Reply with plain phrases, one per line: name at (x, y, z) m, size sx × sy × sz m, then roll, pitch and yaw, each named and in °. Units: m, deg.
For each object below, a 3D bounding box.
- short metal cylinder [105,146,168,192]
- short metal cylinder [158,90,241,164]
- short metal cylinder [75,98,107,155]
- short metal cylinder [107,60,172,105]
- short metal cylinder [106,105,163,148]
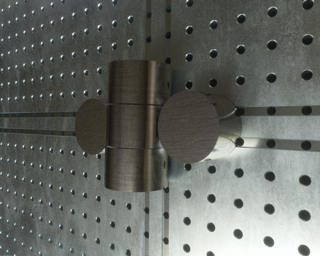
short metal cylinder at (-0.030, 0.048, 0.395) m, size 0.080 × 0.081 × 0.050 m, roll 2°, pitch 91°, yaw 39°
short metal cylinder at (0.044, -0.001, 0.354) m, size 0.080 × 0.050 × 0.079 m, roll 0°, pitch 90°, yaw 39°
short metal cylinder at (-0.080, -0.002, 0.456) m, size 0.080 × 0.050 × 0.079 m, roll 0°, pitch 90°, yaw 39°
short metal cylinder at (-0.026, -0.054, 0.392) m, size 0.080 × 0.081 × 0.050 m, roll 4°, pitch 92°, yaw 39°
short metal cylinder at (-0.027, -0.003, 0.393) m, size 0.080 × 0.081 × 0.050 m, roll 3°, pitch 92°, yaw 39°
